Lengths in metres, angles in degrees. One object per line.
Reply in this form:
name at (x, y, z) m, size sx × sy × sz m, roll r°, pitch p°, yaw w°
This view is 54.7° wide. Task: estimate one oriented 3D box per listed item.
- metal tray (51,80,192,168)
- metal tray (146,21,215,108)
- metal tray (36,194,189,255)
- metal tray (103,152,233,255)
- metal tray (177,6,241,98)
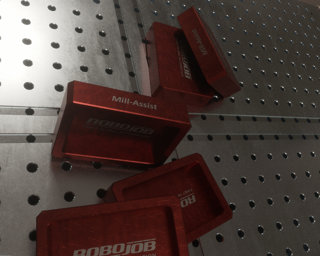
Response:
metal tray at (-0.043, 0.002, 0.340) m, size 0.131 × 0.089 × 0.030 m, roll 10°, pitch 47°, yaw -23°
metal tray at (0.029, -0.100, 0.484) m, size 0.091 × 0.030 × 0.130 m, roll 8°, pitch 58°, yaw -24°
metal tray at (-0.041, 0.115, 0.283) m, size 0.131 × 0.030 × 0.090 m, roll -5°, pitch 69°, yaw -11°
metal tray at (0.013, 0.089, 0.358) m, size 0.131 × 0.030 × 0.090 m, roll -15°, pitch 70°, yaw -35°
metal tray at (0.079, -0.119, 0.493) m, size 0.090 × 0.030 × 0.130 m, roll 20°, pitch 45°, yaw -60°
